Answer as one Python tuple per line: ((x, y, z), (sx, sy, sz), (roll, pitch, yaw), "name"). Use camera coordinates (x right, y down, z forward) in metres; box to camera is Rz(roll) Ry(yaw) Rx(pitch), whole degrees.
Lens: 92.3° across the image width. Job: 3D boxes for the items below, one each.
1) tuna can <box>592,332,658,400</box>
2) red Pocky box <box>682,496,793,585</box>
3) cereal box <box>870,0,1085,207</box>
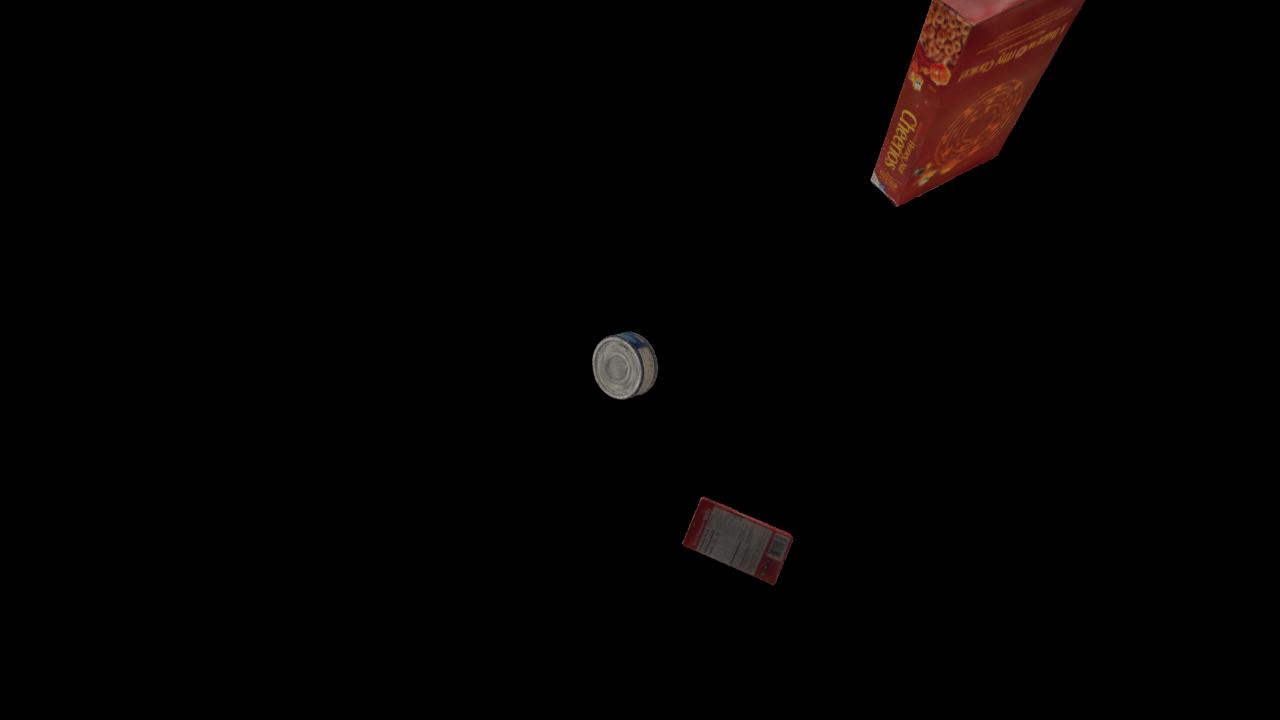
((-0.021, 0.007, 0.780), (0.084, 0.084, 0.034), (0, 10, 38), "tuna can")
((0.152, 0.281, 0.963), (0.155, 0.083, 0.028), (23, 2, 6), "red Pocky box")
((0.455, -0.374, 0.849), (0.203, 0.081, 0.306), (-27, -26, -8), "cereal box")
